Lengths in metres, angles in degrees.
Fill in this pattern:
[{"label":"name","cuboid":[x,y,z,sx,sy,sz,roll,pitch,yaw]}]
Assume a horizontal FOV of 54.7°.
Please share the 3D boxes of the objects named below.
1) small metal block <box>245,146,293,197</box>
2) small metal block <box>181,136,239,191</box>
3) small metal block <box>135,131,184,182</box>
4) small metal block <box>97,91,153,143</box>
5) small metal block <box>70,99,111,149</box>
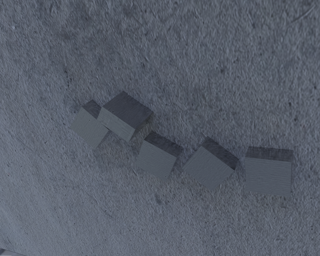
[{"label":"small metal block","cuboid":[0.130,0.051,0.370,0.050,0.025,0.050,4,120,26]},{"label":"small metal block","cuboid":[0.065,0.047,0.402,0.050,0.025,0.050,37,129,3]},{"label":"small metal block","cuboid":[-0.001,0.040,0.432,0.050,0.025,0.050,28,128,10]},{"label":"small metal block","cuboid":[-0.045,-0.016,0.405,0.050,0.050,0.025,35,129,5]},{"label":"small metal block","cuboid":[-0.097,-0.005,0.455,0.050,0.025,0.050,41,129,0]}]
